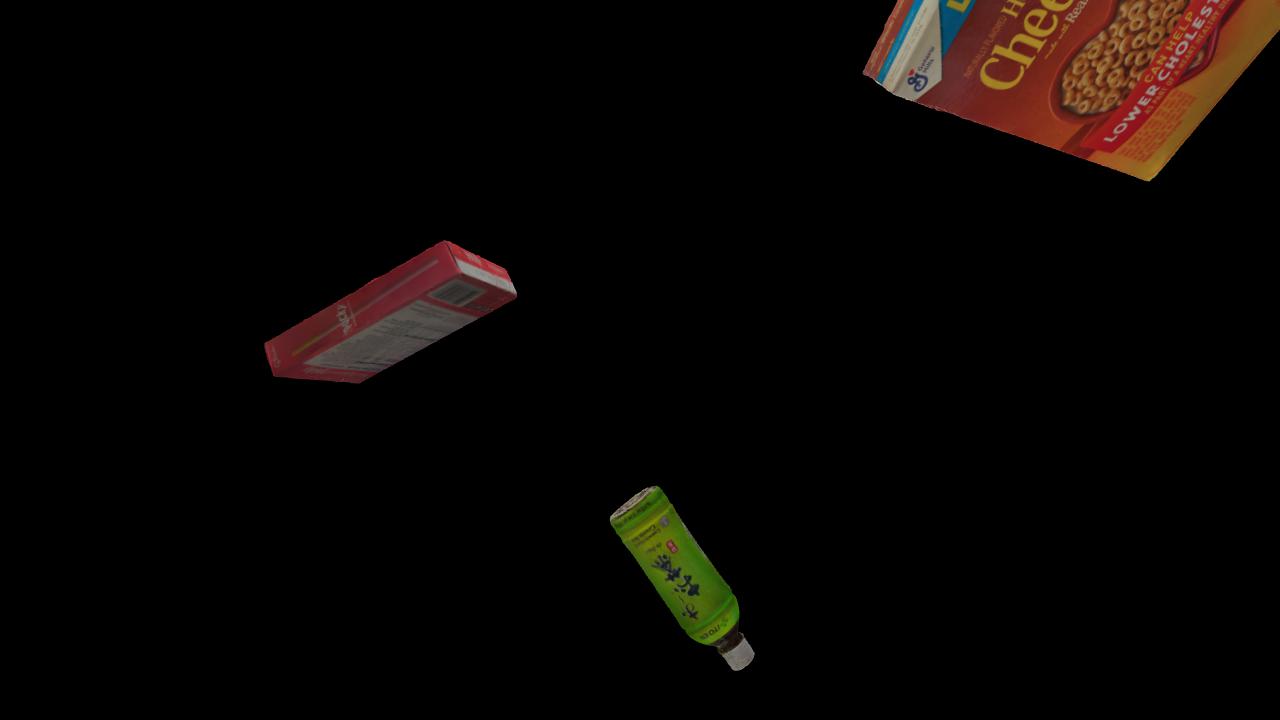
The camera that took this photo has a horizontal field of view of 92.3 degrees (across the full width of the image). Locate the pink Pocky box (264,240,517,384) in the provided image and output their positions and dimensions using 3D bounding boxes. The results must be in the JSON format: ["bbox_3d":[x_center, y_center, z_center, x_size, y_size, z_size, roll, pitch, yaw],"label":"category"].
[{"bbox_3d":[-0.173,-0.029,0.438,0.155,0.029,0.084,-26,-11,11],"label":"pink Pocky box"}]

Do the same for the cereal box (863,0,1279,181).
[{"bbox_3d":[0.377,-0.293,0.523,0.306,0.203,0.081,10,37,-16],"label":"cereal box"}]

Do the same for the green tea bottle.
[{"bbox_3d":[0.053,0.241,0.676,0.073,0.212,0.073,-37,-5,-4],"label":"green tea bottle"}]
